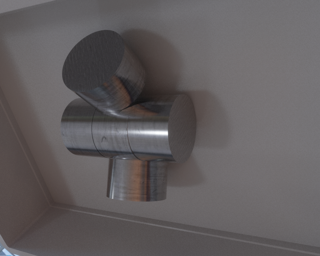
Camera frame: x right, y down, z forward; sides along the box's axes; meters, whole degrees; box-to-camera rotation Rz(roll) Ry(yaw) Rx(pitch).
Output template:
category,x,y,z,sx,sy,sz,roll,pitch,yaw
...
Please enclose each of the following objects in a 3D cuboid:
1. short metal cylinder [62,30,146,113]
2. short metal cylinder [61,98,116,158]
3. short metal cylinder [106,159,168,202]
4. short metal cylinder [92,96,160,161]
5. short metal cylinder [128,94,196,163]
category,x,y,z,sx,sy,sz,roll,pitch,yaw
short metal cylinder,-0.063,-0.064,0.355,0.080,0.080,0.050,2,157,27
short metal cylinder,-0.085,-0.001,0.415,0.050,0.080,0.080,2,119,28
short metal cylinder,-0.030,0.068,0.420,0.080,0.080,0.050,0,85,28
short metal cylinder,-0.040,0.000,0.392,0.050,0.080,0.080,2,119,28
short metal cylinder,0.005,0.000,0.369,0.050,0.080,0.080,2,119,28
